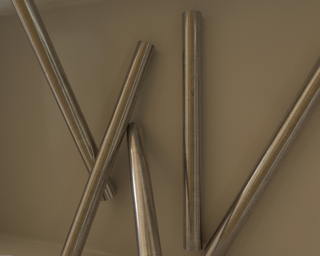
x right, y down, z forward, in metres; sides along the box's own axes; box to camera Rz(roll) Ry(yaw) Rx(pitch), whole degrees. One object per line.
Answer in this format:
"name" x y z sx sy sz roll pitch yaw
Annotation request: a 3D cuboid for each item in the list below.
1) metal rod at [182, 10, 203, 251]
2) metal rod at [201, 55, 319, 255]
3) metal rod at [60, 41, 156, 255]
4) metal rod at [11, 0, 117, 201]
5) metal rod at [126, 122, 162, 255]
"metal rod" 0.041 0.003 0.395 0.025 0.025 0.298 0 90 19
"metal rod" 0.128 0.041 0.365 0.025 0.025 0.298 31 100 17
"metal rod" -0.067 0.029 0.406 0.025 0.025 0.299 18 86 19
"metal rod" -0.124 -0.040 0.405 0.025 0.025 0.298 -17 103 19
"metal rod" -0.013 0.116 0.332 0.025 0.025 0.300 -25 50 18
